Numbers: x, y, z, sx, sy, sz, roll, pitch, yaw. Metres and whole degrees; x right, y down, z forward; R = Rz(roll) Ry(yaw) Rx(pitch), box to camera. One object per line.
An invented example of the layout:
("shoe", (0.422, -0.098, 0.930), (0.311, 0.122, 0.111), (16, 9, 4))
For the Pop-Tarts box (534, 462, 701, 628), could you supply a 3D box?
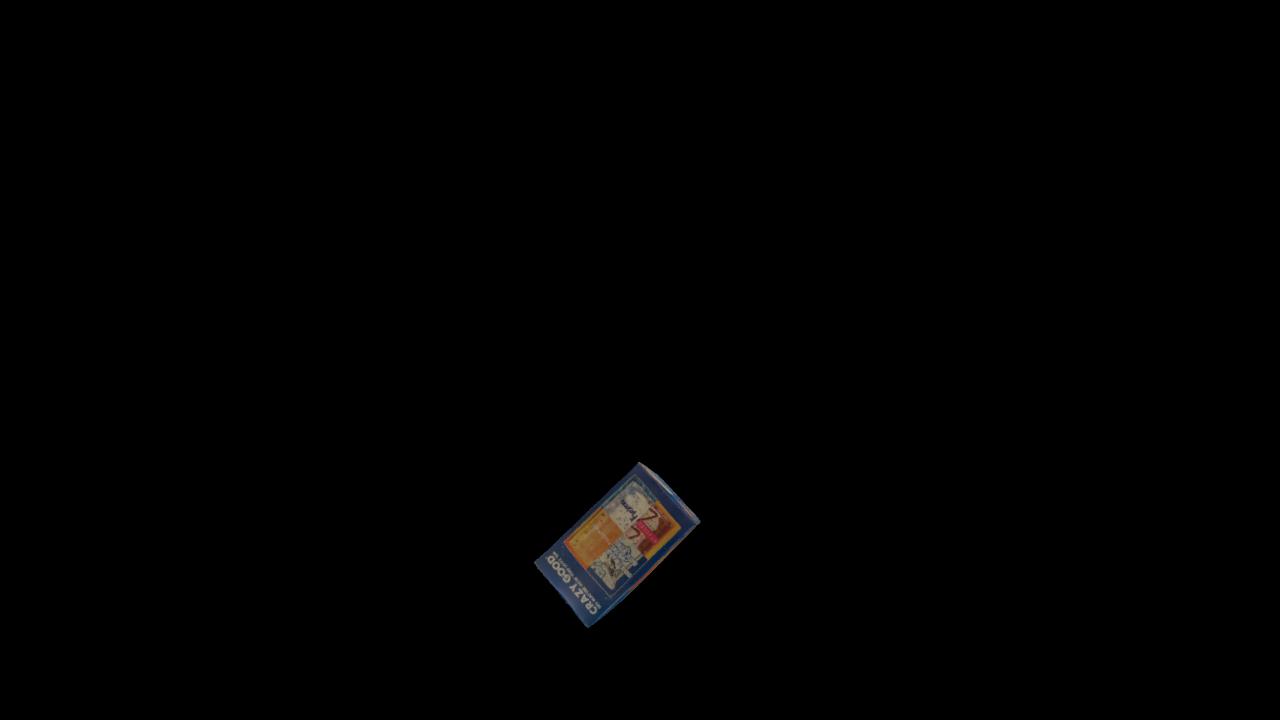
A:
("Pop-Tarts box", (-0.014, 0.191, 0.653), (0.141, 0.083, 0.167), (-43, -16, -5))
